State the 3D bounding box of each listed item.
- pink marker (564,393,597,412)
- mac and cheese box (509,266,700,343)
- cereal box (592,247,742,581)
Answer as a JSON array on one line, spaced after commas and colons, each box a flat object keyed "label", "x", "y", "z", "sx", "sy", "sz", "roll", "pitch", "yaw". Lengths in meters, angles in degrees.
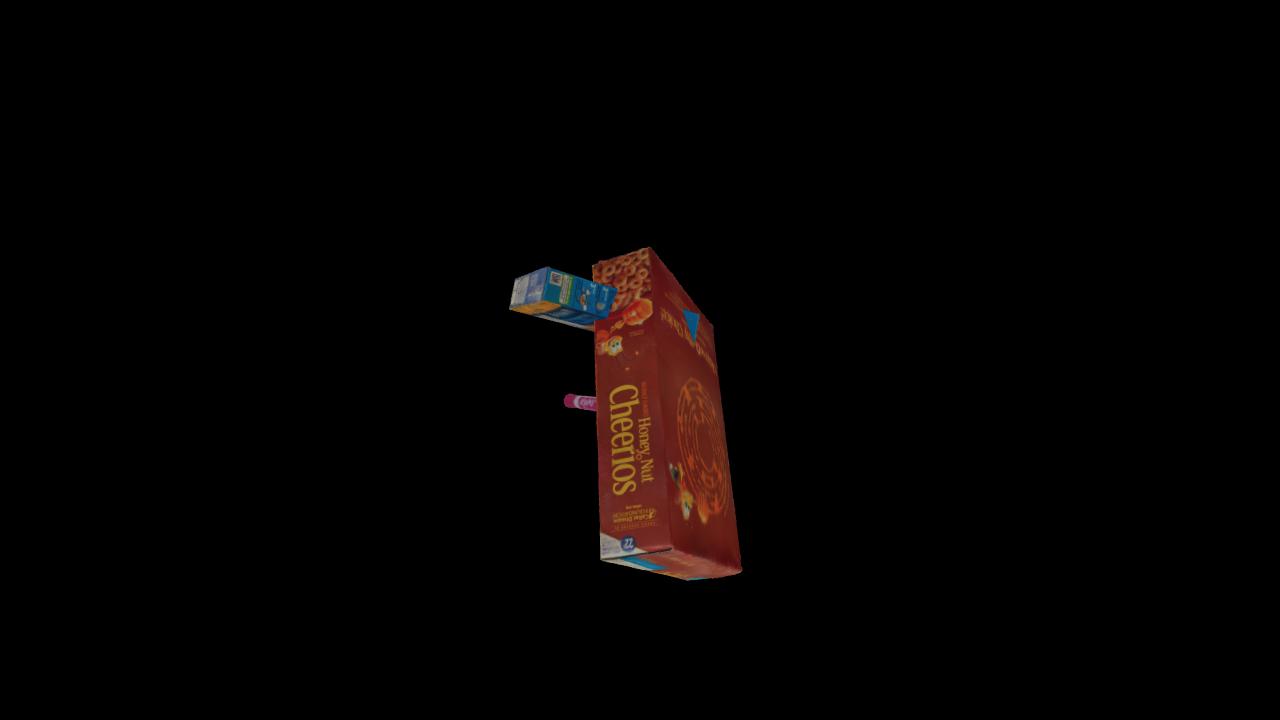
[{"label": "pink marker", "x": -0.059, "y": 0.054, "z": 0.759, "sx": 0.020, "sy": 0.020, "sz": 0.121, "roll": 0, "pitch": 0, "yaw": -36}, {"label": "mac and cheese box", "x": -0.037, "y": -0.051, "z": 0.657, "sx": 0.184, "sy": 0.041, "sz": 0.093, "roll": 14, "pitch": -9, "yaw": -30}, {"label": "cereal box", "x": 0.028, "y": 0.064, "z": 0.648, "sx": 0.081, "sy": 0.306, "sz": 0.203, "roll": -14, "pitch": -27, "yaw": 22}]
